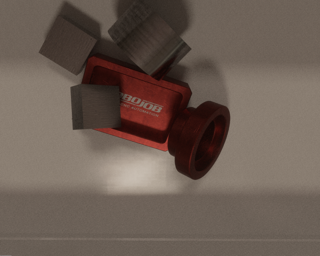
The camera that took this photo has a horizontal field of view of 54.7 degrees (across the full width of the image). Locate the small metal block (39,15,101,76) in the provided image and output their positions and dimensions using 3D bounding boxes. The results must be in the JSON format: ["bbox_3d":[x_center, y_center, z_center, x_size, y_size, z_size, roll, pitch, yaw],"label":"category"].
[{"bbox_3d":[-0.108,-0.100,0.373,0.050,0.025,0.050,32,107,-12],"label":"small metal block"}]

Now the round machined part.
[{"bbox_3d":[0.046,0.012,0.388,0.042,0.099,0.097,24,113,29],"label":"round machined part"}]

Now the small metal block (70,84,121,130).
[{"bbox_3d":[-0.075,-0.024,0.365,0.050,0.025,0.050,-3,89,-43],"label":"small metal block"}]

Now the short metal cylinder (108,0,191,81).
[{"bbox_3d":[-0.011,-0.099,0.346,0.080,0.080,0.050,42,105,-14],"label":"short metal cylinder"}]

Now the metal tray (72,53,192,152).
[{"bbox_3d":[-0.036,-0.032,0.396,0.131,0.030,0.089,18,109,-7],"label":"metal tray"}]
